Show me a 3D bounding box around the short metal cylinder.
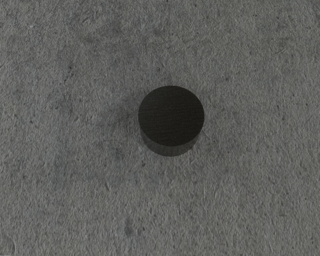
[{"bbox_3d":[0.014,-0.008,0.399,0.081,0.050,0.080,0,70,0],"label":"short metal cylinder"}]
